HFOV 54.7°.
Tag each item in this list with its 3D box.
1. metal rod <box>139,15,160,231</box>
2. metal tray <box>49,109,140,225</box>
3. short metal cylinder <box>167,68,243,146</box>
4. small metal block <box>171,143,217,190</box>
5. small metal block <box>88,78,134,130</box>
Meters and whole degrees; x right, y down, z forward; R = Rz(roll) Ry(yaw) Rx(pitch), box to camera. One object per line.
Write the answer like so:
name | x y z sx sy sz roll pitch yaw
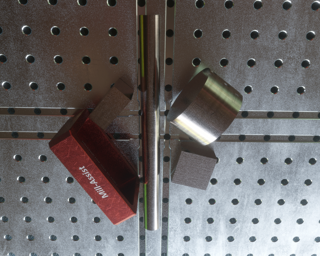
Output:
metal rod | -0.012 0.007 0.415 0.025 0.025 0.298 0 110 0
metal tray | -0.076 0.047 0.394 0.030 0.090 0.130 -31 108 10
short metal cylinder | 0.053 -0.026 0.375 0.050 0.080 0.080 36 106 -13
small metal block | 0.047 0.055 0.435 0.050 0.025 0.050 14 109 -6
small metal block | -0.060 -0.031 0.387 0.025 0.050 0.050 40 105 -14
